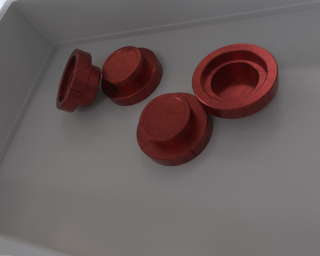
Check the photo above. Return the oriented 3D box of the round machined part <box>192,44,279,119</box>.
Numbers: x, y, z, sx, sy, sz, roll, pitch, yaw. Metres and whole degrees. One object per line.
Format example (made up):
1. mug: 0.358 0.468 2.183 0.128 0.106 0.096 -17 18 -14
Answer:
1. round machined part: 0.092 -0.052 0.375 0.098 0.042 0.098 -11 56 17

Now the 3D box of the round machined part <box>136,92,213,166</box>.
1. round machined part: 0.013 -0.005 0.391 0.098 0.042 0.098 -13 56 21

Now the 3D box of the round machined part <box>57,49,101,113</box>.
1. round machined part: -0.125 -0.070 0.485 0.098 0.042 0.098 -35 46 48

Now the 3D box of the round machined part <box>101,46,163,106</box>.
1. round machined part: -0.049 -0.086 0.473 0.098 0.042 0.098 -13 56 21
